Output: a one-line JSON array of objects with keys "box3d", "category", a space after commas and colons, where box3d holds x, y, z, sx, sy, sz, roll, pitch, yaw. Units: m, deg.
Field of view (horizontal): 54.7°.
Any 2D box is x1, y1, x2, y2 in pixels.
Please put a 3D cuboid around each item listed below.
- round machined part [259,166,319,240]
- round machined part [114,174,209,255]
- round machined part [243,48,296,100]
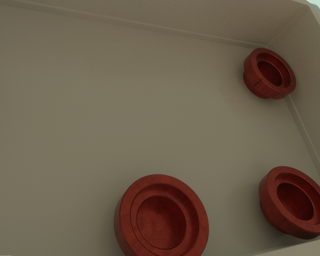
[{"box3d": [0.176, 0.103, 0.418, 0.099, 0.042, 0.098, 14, 44, -14], "category": "round machined part"}, {"box3d": [-0.001, 0.102, 0.328, 0.099, 0.042, 0.098, 14, 52, -18], "category": "round machined part"}, {"box3d": [0.189, -0.091, 0.552, 0.099, 0.042, 0.098, 14, 56, -21], "category": "round machined part"}]
